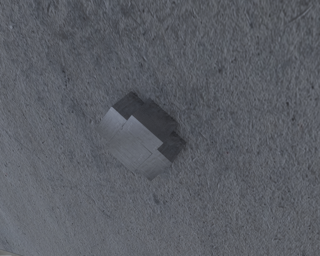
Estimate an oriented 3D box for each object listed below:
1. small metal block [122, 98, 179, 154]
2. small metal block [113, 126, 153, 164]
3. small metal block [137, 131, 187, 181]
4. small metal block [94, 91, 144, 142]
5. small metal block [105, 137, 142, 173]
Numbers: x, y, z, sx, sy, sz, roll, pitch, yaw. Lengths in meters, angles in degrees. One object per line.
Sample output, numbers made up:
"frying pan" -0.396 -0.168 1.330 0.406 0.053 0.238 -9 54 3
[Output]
"small metal block" -0.011 -0.004 0.393 0.050 0.050 0.025 42 129 -1
"small metal block" -0.025 0.010 0.409 0.050 0.050 0.025 43 129 -2
"small metal block" 0.002 0.036 0.411 0.025 0.050 0.050 43 129 -2
"small metal block" -0.052 -0.016 0.408 0.025 0.050 0.050 43 129 -2
"small metal block" -0.038 0.024 0.425 0.050 0.050 0.025 43 129 -2
